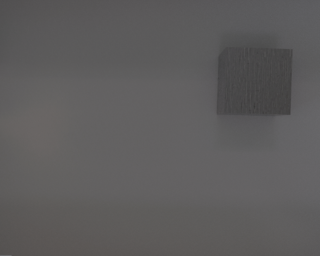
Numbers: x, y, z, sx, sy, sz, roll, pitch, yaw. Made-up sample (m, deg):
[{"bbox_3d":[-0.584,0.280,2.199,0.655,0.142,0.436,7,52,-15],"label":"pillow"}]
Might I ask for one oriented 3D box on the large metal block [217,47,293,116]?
[{"bbox_3d":[0.119,-0.057,0.400,0.080,0.050,0.080,2,90,0],"label":"large metal block"}]
